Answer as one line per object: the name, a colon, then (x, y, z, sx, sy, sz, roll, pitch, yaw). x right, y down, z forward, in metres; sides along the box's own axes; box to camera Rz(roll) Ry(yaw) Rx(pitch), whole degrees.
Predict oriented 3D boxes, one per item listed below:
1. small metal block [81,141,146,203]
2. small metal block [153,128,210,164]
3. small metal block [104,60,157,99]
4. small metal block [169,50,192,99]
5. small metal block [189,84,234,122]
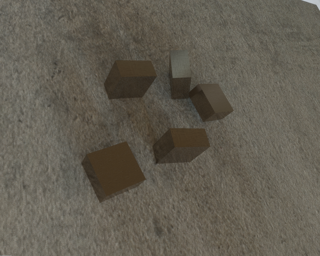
small metal block: (-0.052, 0.048, 0.347, 0.050, 0.025, 0.050, -18, 71, -35)
small metal block: (0.026, 0.023, 0.389, 0.050, 0.050, 0.025, 1, 62, -28)
small metal block: (-0.040, -0.063, 0.406, 0.050, 0.050, 0.025, -7, 66, -32)
small metal block: (0.028, -0.077, 0.448, 0.025, 0.050, 0.050, -3, 60, -2)
small metal block: (0.076, -0.039, 0.464, 0.050, 0.025, 0.050, -9, 66, -46)
